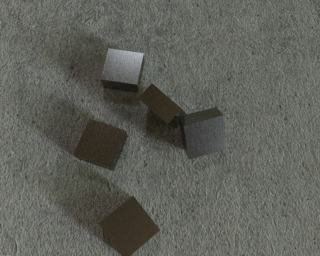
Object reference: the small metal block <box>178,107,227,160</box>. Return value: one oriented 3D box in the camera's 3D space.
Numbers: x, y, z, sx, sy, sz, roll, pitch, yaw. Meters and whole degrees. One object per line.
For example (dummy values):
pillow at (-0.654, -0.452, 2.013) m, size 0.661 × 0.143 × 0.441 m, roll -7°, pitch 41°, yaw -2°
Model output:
small metal block at (0.054, 0.007, 0.390) m, size 0.050 × 0.050 × 0.025 m, roll -15°, pitch 30°, yaw -6°

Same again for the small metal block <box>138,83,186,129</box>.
small metal block at (0.005, -0.027, 0.402) m, size 0.050 × 0.050 × 0.025 m, roll 42°, pitch 94°, yaw 14°

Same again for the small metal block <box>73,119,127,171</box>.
small metal block at (-0.075, 0.022, 0.399) m, size 0.050 × 0.025 × 0.050 m, roll 18°, pitch 71°, yaw 6°

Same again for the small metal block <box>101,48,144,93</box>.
small metal block at (-0.051, -0.081, 0.437) m, size 0.050 × 0.025 × 0.050 m, roll 9°, pitch 70°, yaw 3°

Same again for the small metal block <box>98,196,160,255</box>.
small metal block at (-0.035, 0.117, 0.365) m, size 0.050 × 0.025 × 0.050 m, roll -38°, pitch 74°, yaw -13°
